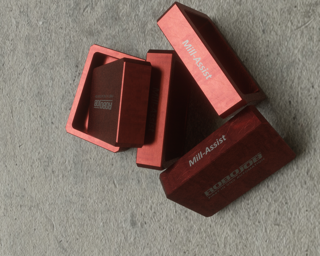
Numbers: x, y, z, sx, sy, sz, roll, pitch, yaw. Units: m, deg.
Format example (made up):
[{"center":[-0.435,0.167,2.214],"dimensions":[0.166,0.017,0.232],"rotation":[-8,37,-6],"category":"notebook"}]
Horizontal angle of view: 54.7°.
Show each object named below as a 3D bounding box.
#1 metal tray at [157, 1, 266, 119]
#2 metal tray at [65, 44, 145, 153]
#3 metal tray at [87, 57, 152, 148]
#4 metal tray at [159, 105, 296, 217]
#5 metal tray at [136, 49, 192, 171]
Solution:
[{"center":[0.061,-0.076,0.351],"dimensions":[0.030,0.091,0.130],"rotation":[-38,78,30],"category":"metal tray"},{"center":[-0.070,-0.041,0.431],"dimensions":[0.090,0.030,0.129],"rotation":[21,97,18],"category":"metal tray"},{"center":[-0.053,-0.030,0.368],"dimensions":[0.130,0.030,0.089],"rotation":[11,95,64],"category":"metal tray"},{"center":[0.076,0.043,0.348],"dimensions":[0.130,0.090,0.030],"rotation":[-40,43,15],"category":"metal tray"},{"center":[0.009,-0.020,0.372],"dimensions":[0.030,0.090,0.129],"rotation":[7,93,20],"category":"metal tray"}]
